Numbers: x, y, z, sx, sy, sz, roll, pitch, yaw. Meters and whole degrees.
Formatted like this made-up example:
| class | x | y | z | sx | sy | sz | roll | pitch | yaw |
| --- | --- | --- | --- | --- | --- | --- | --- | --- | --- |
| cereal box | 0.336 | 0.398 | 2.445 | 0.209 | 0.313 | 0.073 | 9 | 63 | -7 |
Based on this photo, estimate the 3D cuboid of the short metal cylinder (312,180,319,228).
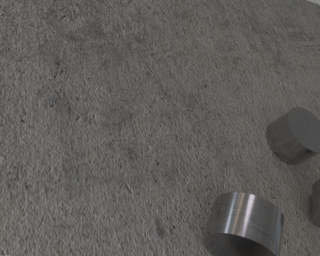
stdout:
| class | x | y | z | sx | sy | sz | roll | pitch | yaw |
| --- | --- | --- | --- | --- | --- | --- | --- | --- | --- |
| short metal cylinder | 0.261 | 0.111 | 0.441 | 0.080 | 0.080 | 0.050 | 28 | 52 | -11 |

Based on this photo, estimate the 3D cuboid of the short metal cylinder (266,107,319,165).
| class | x | y | z | sx | sy | sz | roll | pitch | yaw |
| --- | --- | --- | --- | --- | --- | --- | --- | --- | --- |
| short metal cylinder | 0.219 | 0.013 | 0.497 | 0.081 | 0.050 | 0.080 | 14 | 56 | -21 |

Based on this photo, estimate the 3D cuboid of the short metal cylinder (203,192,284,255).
| class | x | y | z | sx | sy | sz | roll | pitch | yaw |
| --- | --- | --- | --- | --- | --- | --- | --- | --- | --- |
| short metal cylinder | 0.094 | 0.116 | 0.348 | 0.080 | 0.080 | 0.050 | 33 | 52 | -7 |
